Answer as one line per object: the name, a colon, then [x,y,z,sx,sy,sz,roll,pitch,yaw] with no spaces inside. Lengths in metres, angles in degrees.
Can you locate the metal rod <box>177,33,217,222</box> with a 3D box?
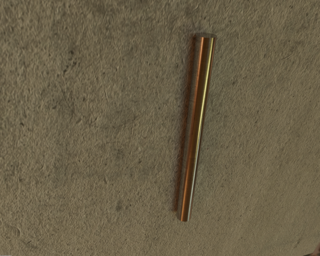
metal rod: [0.047,0.018,0.443,0.025,0.025,0.298,-11,123,-23]
